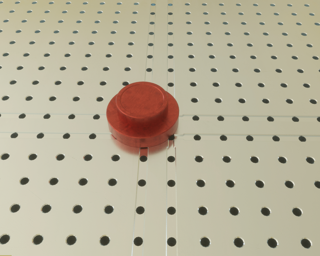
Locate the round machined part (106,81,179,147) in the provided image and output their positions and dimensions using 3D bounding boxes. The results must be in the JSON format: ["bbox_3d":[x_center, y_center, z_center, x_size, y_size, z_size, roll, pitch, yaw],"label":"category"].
[{"bbox_3d":[-0.023,-0.025,0.418,0.099,0.042,0.098,0,50,0],"label":"round machined part"}]
